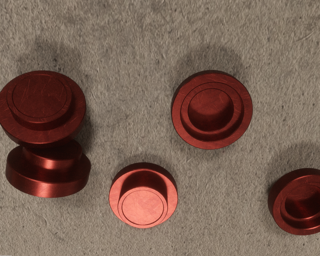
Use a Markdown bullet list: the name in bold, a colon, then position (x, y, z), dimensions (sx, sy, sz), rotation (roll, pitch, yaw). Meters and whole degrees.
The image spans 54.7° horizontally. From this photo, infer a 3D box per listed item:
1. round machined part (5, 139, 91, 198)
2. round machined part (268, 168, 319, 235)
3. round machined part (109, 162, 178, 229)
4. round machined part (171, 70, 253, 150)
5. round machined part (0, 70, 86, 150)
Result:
- **round machined part**: position (-0.135, 0.039, 0.383), dimensions (0.099, 0.098, 0.042), rotation (15, 111, -6)
- **round machined part**: position (0.202, 0.100, 0.440), dimensions (0.099, 0.042, 0.097), rotation (0, 110, -1)
- **round machined part**: position (-0.023, 0.101, 0.438), dimensions (0.099, 0.042, 0.097), rotation (0, 110, -1)
- **round machined part**: position (0.063, -0.025, 0.392), dimensions (0.099, 0.042, 0.097), rotation (0, 110, -1)
- **round machined part**: position (-0.136, -0.027, 0.358), dimensions (0.099, 0.098, 0.042), rotation (15, 152, -6)
